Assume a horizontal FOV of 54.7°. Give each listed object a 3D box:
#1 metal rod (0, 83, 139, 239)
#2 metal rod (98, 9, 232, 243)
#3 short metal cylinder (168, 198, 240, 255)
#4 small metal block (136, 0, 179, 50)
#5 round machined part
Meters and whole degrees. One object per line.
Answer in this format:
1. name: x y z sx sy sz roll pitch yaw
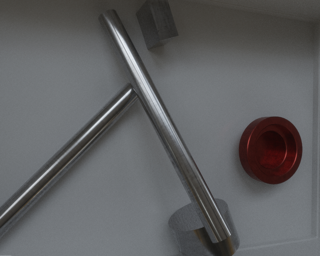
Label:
1. metal rod: -0.132 0.057 0.362 0.301 0.025 0.025 -47 105 -14
2. metal rod: 0.002 -0.009 0.368 0.025 0.025 0.299 -25 82 -19
3. short metal cylinder: 0.057 0.134 0.404 0.081 0.080 0.050 -23 98 -19
4. small metal block: -0.005 -0.133 0.396 0.025 0.050 0.050 -21 97 -19
5. round machined part: 0.159 0.032 0.462 0.099 0.042 0.097 0 90 -21
